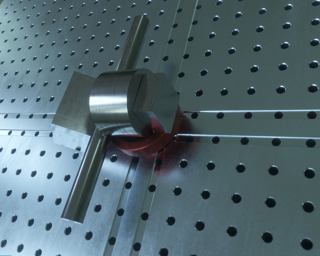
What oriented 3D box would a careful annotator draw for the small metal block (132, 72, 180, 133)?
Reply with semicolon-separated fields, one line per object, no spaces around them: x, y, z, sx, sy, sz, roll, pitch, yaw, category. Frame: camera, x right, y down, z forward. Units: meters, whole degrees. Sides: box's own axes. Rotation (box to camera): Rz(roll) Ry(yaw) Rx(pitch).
-0.003;-0.028;0.355;0.025;0.050;0.050;1;63;28;small metal block

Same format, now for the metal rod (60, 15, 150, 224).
-0.062;-0.029;0.404;0.025;0.025;0.300;1;62;28;metal rod

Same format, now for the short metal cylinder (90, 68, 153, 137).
-0.038;-0.029;0.371;0.050;0.080;0.080;1;62;28;short metal cylinder

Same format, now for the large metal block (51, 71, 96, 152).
-0.110;-0.019;0.433;0.050;0.080;0.080;19;65;-9;large metal block

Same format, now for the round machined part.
-0.017;-0.007;0.408;0.098;0.042;0.098;-13;56;20;round machined part
